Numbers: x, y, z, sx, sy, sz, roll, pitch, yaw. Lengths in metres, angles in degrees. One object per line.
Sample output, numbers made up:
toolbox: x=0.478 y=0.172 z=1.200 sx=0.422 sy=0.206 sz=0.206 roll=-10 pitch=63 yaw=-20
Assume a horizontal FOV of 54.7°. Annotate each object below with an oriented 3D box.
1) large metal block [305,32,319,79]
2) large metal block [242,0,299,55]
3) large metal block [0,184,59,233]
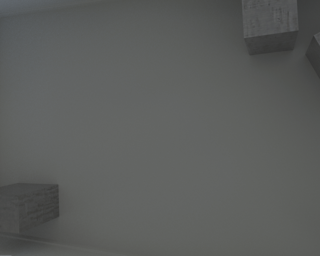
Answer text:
large metal block: x=0.195 y=-0.062 z=0.312 sx=0.050 sy=0.080 sz=0.080 roll=-28 pitch=81 yaw=18
large metal block: x=0.119 y=-0.131 z=0.339 sx=0.050 sy=0.080 sz=0.080 roll=-3 pitch=89 yaw=20
large metal block: x=-0.208 y=0.114 z=0.455 sx=0.080 sy=0.080 sz=0.050 roll=-2 pitch=90 yaw=20
